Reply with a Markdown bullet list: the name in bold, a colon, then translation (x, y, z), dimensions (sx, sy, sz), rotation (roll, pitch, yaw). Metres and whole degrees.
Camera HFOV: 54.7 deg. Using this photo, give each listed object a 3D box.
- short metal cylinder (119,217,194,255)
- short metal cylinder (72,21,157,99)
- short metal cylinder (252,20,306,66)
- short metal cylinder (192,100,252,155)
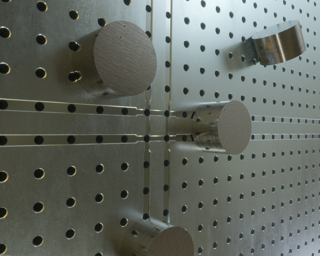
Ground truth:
- **short metal cylinder**: translation (-0.003, 0.158, 0.390), dimensions (0.081, 0.050, 0.079), rotation (0, 90, -40)
- **short metal cylinder**: translation (-0.051, -0.074, 0.350), dimensions (0.081, 0.050, 0.079), rotation (0, 90, -40)
- **short metal cylinder**: translation (0.210, -0.151, 0.548), dimensions (0.080, 0.080, 0.050), rotation (-38, 114, -33)
- **short metal cylinder**: translation (0.094, -0.001, 0.472), dimensions (0.081, 0.050, 0.079), rotation (0, 90, -40)
